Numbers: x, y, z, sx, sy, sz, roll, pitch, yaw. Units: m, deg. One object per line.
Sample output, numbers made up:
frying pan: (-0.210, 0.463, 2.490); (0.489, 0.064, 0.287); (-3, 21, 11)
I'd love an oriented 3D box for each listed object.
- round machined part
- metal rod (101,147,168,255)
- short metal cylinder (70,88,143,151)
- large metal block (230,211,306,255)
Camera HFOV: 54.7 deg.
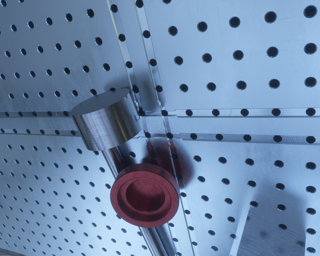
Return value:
round machined part: (-0.020, 0.094, 0.455); (0.099, 0.042, 0.097); (2, 113, 6)
metal rod: (-0.043, 0.117, 0.504); (0.025, 0.025, 0.298); (-8, 115, 31)
short metal cylinder: (-0.068, -0.013, 0.402); (0.080, 0.080, 0.050); (-6, 116, 30)
large metal block: (0.138, 0.170, 0.408); (0.080, 0.080, 0.050); (24, 127, 13)
